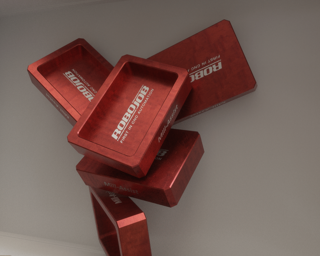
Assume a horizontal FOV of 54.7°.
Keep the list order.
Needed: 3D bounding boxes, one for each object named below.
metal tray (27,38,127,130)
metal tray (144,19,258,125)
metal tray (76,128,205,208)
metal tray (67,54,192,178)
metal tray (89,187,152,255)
[{"bbox_3d":[-0.100,-0.054,0.416,0.090,0.030,0.130,-39,74,-25],"label":"metal tray"},{"bbox_3d":[0.044,-0.065,0.392,0.130,0.030,0.090,-23,82,18],"label":"metal tray"},{"bbox_3d":[-0.024,0.037,0.373,0.130,0.090,0.030,7,134,30],"label":"metal tray"},{"bbox_3d":[-0.031,-0.019,0.351,0.090,0.030,0.130,19,65,22],"label":"metal tray"},{"bbox_3d":[-0.050,0.122,0.370,0.030,0.130,0.089,-13,104,-23],"label":"metal tray"}]
